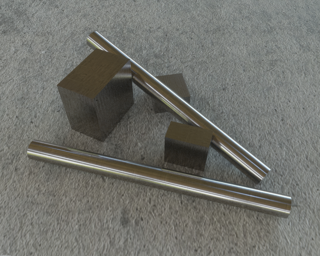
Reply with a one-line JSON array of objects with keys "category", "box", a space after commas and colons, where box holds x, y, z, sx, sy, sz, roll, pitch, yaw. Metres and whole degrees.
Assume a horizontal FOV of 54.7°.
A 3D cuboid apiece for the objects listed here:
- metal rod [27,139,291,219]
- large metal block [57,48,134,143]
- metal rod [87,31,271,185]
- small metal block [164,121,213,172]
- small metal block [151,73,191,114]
[{"category": "metal rod", "box": [-0.009, 0.056, 0.356, 0.301, 0.025, 0.025, 11, 51, 9]}, {"category": "large metal block", "box": [-0.078, -0.042, 0.402, 0.050, 0.080, 0.080, 21, 53, 16]}, {"category": "metal rod", "box": [0.012, -0.037, 0.404, 0.300, 0.025, 0.025, 41, 60, 18]}, {"category": "small metal block", "box": [0.033, 0.022, 0.369, 0.050, 0.050, 0.025, 13, 52, 10]}, {"category": "small metal block", "box": [0.012, -0.050, 0.446, 0.050, 0.025, 0.050, -9, 51, -8]}]
